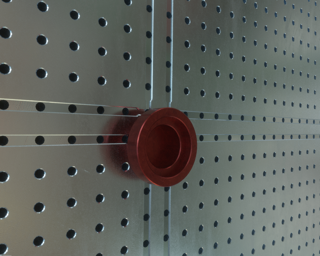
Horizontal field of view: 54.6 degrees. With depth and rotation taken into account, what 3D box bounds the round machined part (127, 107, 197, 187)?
[{"bbox_3d":[-0.002,0.023,0.396,0.099,0.042,0.097,0,90,-40],"label":"round machined part"}]
